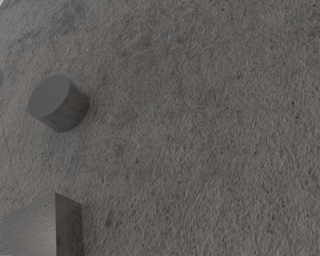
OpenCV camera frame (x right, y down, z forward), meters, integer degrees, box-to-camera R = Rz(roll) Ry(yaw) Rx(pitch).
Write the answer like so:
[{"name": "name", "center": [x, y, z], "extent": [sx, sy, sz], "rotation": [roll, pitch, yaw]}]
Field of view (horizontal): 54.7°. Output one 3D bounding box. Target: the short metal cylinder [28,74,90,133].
[{"name": "short metal cylinder", "center": [-0.162, -0.039, 0.497], "extent": [0.080, 0.050, 0.080], "rotation": [-13, 56, 21]}]

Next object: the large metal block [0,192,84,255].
[{"name": "large metal block", "center": [-0.143, 0.137, 0.379], "extent": [0.080, 0.050, 0.080], "rotation": [-25, 53, 13]}]
